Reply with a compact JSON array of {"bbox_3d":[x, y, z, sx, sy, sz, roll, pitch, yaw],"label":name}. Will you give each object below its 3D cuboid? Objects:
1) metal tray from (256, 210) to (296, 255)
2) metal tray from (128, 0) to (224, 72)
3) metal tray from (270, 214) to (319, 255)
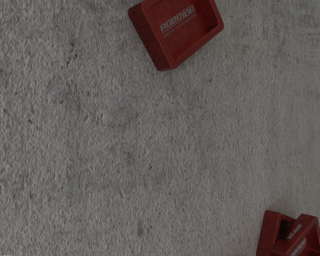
[{"bbox_3d":[0.243,0.219,0.604,0.131,0.030,0.090,27,73,-37],"label":"metal tray"},{"bbox_3d":[0.028,-0.148,0.423,0.131,0.030,0.090,-44,116,-31],"label":"metal tray"},{"bbox_3d":[0.259,0.232,0.578,0.131,0.030,0.089,-25,106,-37],"label":"metal tray"}]
